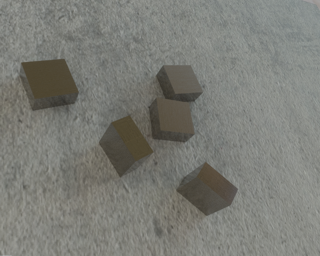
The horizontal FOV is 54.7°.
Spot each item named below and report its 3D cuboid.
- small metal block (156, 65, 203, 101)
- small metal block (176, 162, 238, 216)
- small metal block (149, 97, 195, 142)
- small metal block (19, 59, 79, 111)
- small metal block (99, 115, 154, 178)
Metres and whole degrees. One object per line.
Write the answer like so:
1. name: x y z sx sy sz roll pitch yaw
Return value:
1. small metal block: 0.029 -0.066 0.462 0.050 0.025 0.050 -8 66 -32
2. small metal block: 0.056 0.075 0.374 0.050 0.050 0.025 40 51 -2
3. small metal block: 0.015 -0.010 0.420 0.050 0.025 0.050 7 59 -25
4. small metal block: -0.131 -0.052 0.366 0.050 0.025 0.050 -15 70 -34
5. small metal block: -0.040 0.022 0.354 0.025 0.050 0.050 -25 76 -37
